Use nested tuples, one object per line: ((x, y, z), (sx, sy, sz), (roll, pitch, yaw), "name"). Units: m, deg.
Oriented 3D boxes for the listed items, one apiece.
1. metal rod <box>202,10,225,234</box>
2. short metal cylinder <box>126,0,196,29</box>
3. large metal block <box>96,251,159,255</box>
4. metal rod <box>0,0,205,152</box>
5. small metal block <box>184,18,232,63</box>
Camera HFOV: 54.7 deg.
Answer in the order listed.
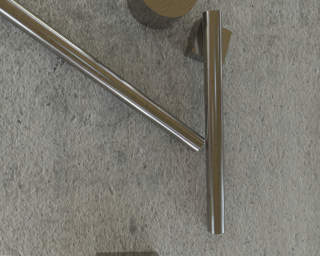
((0.074, -0.002, 0.421), (0.025, 0.025, 0.298), (-5, 98, -20), "metal rod")
((0.002, -0.174, 0.397), (0.081, 0.050, 0.079), (0, 90, -21), "short metal cylinder")
((-0.039, 0.203, 0.382), (0.081, 0.050, 0.080), (7, 88, -20), "large metal block")
((-0.064, -0.060, 0.385), (0.301, 0.025, 0.025), (35, 79, -17), "metal rod")
((0.068, -0.119, 0.435), (0.050, 0.025, 0.050), (18, 84, -20), "small metal block")
